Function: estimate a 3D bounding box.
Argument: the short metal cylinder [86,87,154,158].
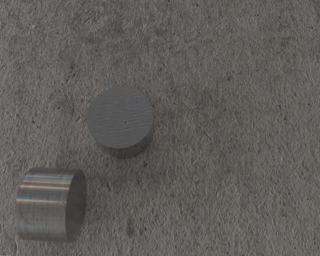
[{"bbox_3d":[-0.048,-0.006,0.396,0.081,0.050,0.080,0,70,0],"label":"short metal cylinder"}]

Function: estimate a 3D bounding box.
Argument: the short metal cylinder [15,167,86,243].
[{"bbox_3d":[-0.118,0.085,0.347,0.050,0.080,0.080,3,70,1],"label":"short metal cylinder"}]
